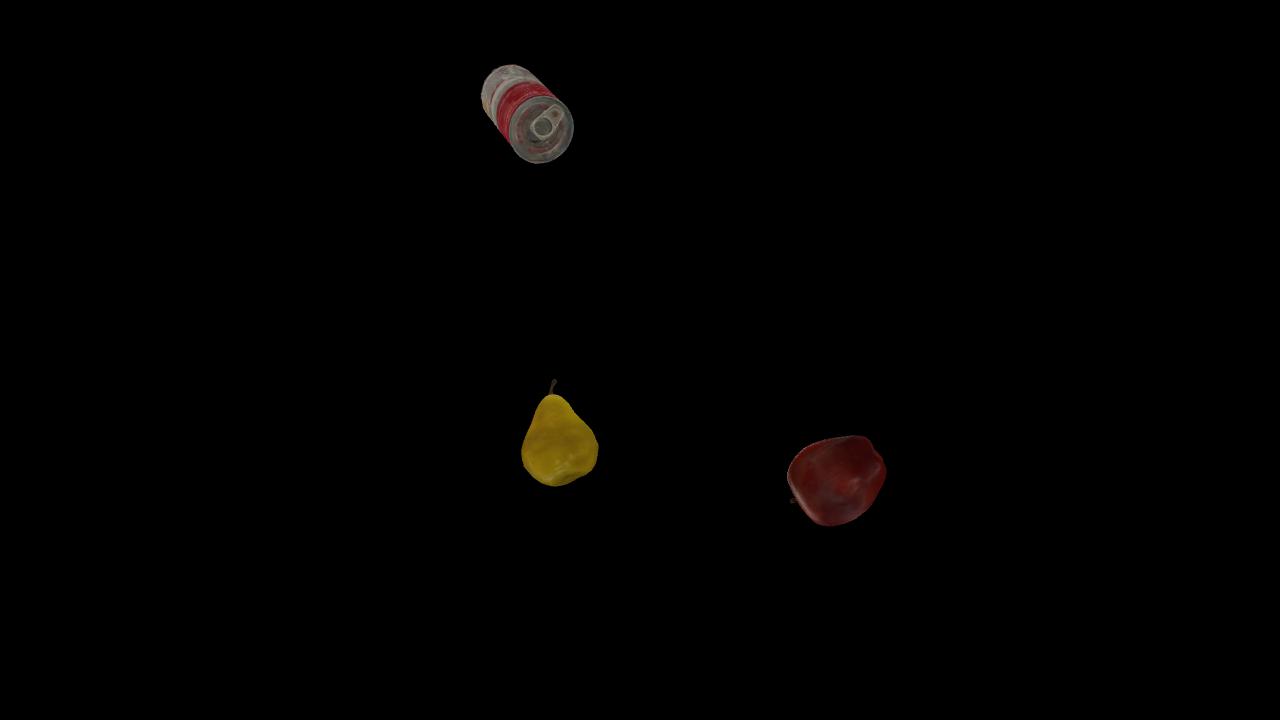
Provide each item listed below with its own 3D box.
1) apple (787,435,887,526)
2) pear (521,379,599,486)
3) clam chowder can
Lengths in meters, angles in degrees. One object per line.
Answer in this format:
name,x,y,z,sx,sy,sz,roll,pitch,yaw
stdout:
apple,0.183,0.112,0.578,0.093,0.079,0.079,-32,-3,4
pear,-0.093,0.075,0.653,0.080,0.111,0.080,-20,-23,-9
clam chowder can,-0.119,-0.257,0.637,0.068,0.068,0.102,0,39,-36
